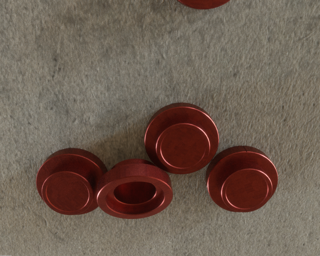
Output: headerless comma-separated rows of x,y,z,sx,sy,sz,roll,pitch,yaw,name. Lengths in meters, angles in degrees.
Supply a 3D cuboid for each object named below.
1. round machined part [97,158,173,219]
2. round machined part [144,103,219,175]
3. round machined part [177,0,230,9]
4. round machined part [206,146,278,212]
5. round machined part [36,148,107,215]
-0.034,0.078,0.417,0.099,0.042,0.097,-4,134,-4,round machined part
0.029,0.019,0.408,0.099,0.042,0.097,0,110,-1,round machined part
0.050,-0.181,0.335,0.099,0.042,0.097,0,110,-1,round machined part
0.116,0.077,0.431,0.099,0.042,0.097,0,110,-1,round machined part
-0.122,0.080,0.429,0.099,0.042,0.097,0,110,-1,round machined part
